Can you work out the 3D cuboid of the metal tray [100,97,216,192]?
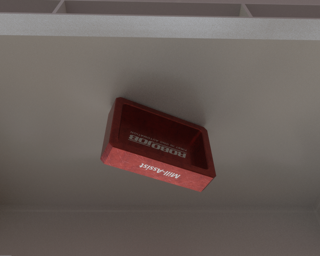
[{"bbox_3d":[0.000,0.019,0.378,0.131,0.090,0.030,19,127,-17],"label":"metal tray"}]
